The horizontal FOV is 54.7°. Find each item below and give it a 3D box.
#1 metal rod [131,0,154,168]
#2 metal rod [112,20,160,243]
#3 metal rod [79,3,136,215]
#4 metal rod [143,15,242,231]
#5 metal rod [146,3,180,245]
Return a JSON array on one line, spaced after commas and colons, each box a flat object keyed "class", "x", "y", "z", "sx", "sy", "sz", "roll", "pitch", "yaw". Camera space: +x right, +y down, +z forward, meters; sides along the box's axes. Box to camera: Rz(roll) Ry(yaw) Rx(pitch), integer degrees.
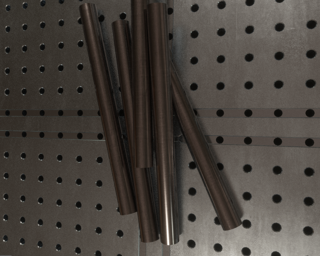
[{"class": "metal rod", "x": -0.023, "y": -0.100, "z": 0.393, "sx": 0.025, "sy": 0.025, "sz": 0.298, "roll": -1, "pitch": 91, "yaw": 19}, {"class": "metal rod", "x": -0.034, "y": 0.002, "z": 0.423, "sx": 0.025, "sy": 0.025, "sz": 0.298, "roll": -9, "pitch": 87, "yaw": 19}, {"class": "metal rod", "x": -0.073, "y": -0.029, "z": 0.437, "sx": 0.025, "sy": 0.025, "sz": 0.298, "roll": -13, "pitch": 86, "yaw": 19}, {"class": "metal rod", "x": 0.032, "y": -0.016, "z": 0.400, "sx": 0.025, "sy": 0.025, "sz": 0.299, "roll": -25, "pitch": 82, "yaw": 18}, {"class": "metal rod", "x": 0.005, "y": 0.000, "z": 0.390, "sx": 0.025, "sy": 0.025, "sz": 0.298, "roll": -1, "pitch": 97, "yaw": 19}]
